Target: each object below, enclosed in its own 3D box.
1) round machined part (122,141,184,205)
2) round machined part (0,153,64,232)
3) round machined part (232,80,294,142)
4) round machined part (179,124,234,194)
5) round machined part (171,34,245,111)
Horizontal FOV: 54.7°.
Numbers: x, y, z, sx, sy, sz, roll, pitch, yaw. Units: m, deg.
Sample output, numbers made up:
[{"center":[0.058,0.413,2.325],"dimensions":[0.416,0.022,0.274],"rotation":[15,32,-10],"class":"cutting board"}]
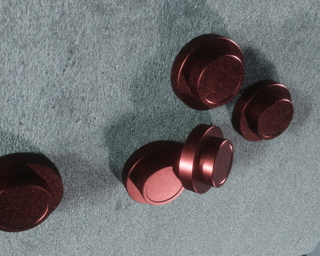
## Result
[{"center":[-0.001,0.070,0.438],"dimensions":[0.099,0.042,0.097],"rotation":[-14,124,-21],"class":"round machined part"},{"center":[-0.162,0.080,0.357],"dimensions":[0.099,0.042,0.097],"rotation":[-14,124,-21],"class":"round machined part"},{"center":[0.162,-0.021,0.471],"dimensions":[0.099,0.042,0.097],"rotation":[-14,124,-21],"class":"round machined part"},{"center":[0.071,0.046,0.434],"dimensions":[0.099,0.042,0.097],"rotation":[-24,120,-51],"class":"round machined part"},{"center":[0.066,-0.065,0.392],"dimensions":[0.099,0.042,0.097],"rotation":[-14,124,-21],"class":"round machined part"}]
